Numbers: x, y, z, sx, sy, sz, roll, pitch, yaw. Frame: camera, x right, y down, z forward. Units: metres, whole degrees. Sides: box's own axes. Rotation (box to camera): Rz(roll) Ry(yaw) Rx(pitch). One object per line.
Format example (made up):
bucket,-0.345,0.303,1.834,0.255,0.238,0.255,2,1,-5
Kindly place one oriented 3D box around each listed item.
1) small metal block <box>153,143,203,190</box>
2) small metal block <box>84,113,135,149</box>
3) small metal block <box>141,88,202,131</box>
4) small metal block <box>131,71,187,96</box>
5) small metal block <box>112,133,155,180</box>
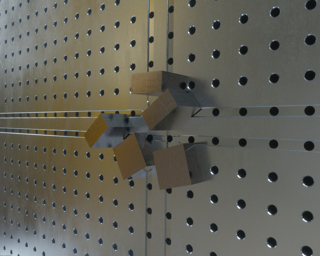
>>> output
small metal block,0.022,0.049,0.392,0.050,0.025,0.050,-18,78,38
small metal block,-0.075,0.004,0.456,0.050,0.050,0.025,-46,62,30
small metal block,0.015,-0.021,0.382,0.050,0.050,0.025,-42,65,32
small metal block,-0.001,-0.055,0.395,0.050,0.050,0.025,2,92,40
small metal block,-0.035,0.040,0.440,0.050,0.025,0.050,-35,69,34
